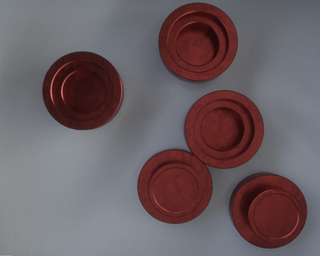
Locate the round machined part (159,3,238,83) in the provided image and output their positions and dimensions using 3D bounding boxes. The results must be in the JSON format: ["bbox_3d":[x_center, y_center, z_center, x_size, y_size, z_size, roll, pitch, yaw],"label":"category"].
[{"bbox_3d":[0.047,-0.107,0.403,0.099,0.042,0.097,0,90,0],"label":"round machined part"}]

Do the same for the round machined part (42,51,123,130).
[{"bbox_3d":[-0.096,-0.046,0.402,0.099,0.042,0.097,0,90,0],"label":"round machined part"}]

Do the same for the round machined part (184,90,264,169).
[{"bbox_3d":[0.080,0.002,0.403,0.099,0.042,0.097,0,90,0],"label":"round machined part"}]

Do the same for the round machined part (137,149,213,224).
[{"bbox_3d":[0.020,0.077,0.403,0.099,0.042,0.097,0,90,0],"label":"round machined part"}]

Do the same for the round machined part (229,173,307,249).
[{"bbox_3d":[0.144,0.109,0.404,0.099,0.042,0.097,0,90,0],"label":"round machined part"}]
